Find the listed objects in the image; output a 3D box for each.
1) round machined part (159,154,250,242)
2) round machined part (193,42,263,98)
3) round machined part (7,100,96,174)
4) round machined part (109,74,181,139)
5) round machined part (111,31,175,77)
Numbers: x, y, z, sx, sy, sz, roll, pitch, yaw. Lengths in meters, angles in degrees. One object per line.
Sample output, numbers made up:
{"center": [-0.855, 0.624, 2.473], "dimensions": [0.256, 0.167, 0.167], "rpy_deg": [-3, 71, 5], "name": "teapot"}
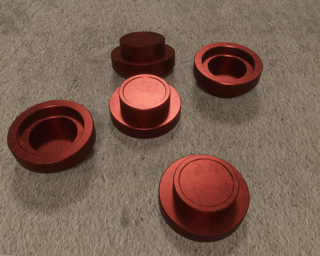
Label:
{"center": [0.048, 0.068, 0.336], "dimensions": [0.099, 0.042, 0.098], "rpy_deg": [0, 50, 0], "name": "round machined part"}
{"center": [0.098, -0.082, 0.463], "dimensions": [0.099, 0.042, 0.098], "rpy_deg": [0, 50, 0], "name": "round machined part"}
{"center": [-0.128, 0.014, 0.378], "dimensions": [0.099, 0.042, 0.098], "rpy_deg": [0, 50, 0], "name": "round machined part"}
{"center": [-0.020, -0.036, 0.422], "dimensions": [0.099, 0.042, 0.098], "rpy_deg": [0, 50, 0], "name": "round machined part"}
{"center": [-0.026, -0.117, 0.475], "dimensions": [0.099, 0.042, 0.098], "rpy_deg": [-1, 35, 1], "name": "round machined part"}
